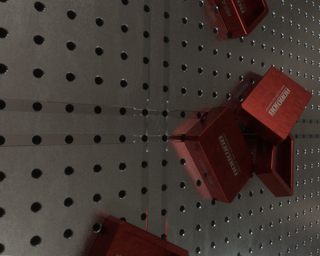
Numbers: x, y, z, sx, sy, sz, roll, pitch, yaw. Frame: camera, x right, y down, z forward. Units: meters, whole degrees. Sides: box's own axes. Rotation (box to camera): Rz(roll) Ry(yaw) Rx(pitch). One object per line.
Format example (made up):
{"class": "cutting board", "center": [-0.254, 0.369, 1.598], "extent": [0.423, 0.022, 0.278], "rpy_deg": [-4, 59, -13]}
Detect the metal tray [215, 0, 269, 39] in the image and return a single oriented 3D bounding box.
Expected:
{"class": "metal tray", "center": [0.129, -0.228, 0.515], "extent": [0.090, 0.030, 0.130], "rpy_deg": [-48, 119, -29]}

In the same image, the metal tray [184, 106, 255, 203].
{"class": "metal tray", "center": [0.099, 0.042, 0.492], "extent": [0.090, 0.030, 0.130], "rpy_deg": [-42, 116, -32]}

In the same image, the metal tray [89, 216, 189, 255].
{"class": "metal tray", "center": [-0.028, 0.175, 0.384], "extent": [0.130, 0.030, 0.090], "rpy_deg": [38, 67, -34]}

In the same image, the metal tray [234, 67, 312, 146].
{"class": "metal tray", "center": [0.201, -0.041, 0.546], "extent": [0.090, 0.030, 0.131], "rpy_deg": [39, 59, 8]}

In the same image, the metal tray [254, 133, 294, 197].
{"class": "metal tray", "center": [0.211, 0.048, 0.563], "extent": [0.090, 0.030, 0.130], "rpy_deg": [44, 48, -32]}
